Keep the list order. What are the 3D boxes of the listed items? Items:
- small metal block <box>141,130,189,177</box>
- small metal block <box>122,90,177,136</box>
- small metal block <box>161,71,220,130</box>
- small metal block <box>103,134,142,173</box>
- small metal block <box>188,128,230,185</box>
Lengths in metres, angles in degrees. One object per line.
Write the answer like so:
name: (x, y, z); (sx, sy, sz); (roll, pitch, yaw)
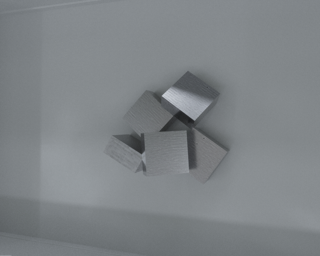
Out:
small metal block: (0.005, 0.029, 0.368); (0.050, 0.025, 0.050); (-3, 89, -13)
small metal block: (-0.013, -0.014, 0.411); (0.050, 0.025, 0.050); (45, 104, 14)
small metal block: (0.037, -0.035, 0.383); (0.050, 0.025, 0.050); (39, 69, 15)
small metal block: (-0.037, 0.032, 0.407); (0.050, 0.050, 0.025); (31, 100, 17)
small metal block: (0.051, 0.034, 0.390); (0.050, 0.025, 0.050); (37, 101, 16)
